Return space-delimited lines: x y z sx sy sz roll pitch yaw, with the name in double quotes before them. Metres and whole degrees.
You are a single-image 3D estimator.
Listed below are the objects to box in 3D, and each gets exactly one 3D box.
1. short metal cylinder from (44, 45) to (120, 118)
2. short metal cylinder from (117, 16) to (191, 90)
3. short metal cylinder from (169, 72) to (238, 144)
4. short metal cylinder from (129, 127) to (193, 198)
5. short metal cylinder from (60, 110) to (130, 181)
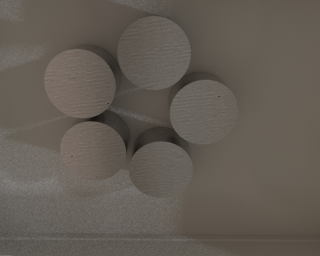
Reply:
"short metal cylinder" -0.090 -0.057 0.374 0.081 0.050 0.079 0 110 0
"short metal cylinder" -0.006 -0.089 0.363 0.081 0.050 0.079 0 110 0
"short metal cylinder" 0.052 -0.026 0.387 0.081 0.050 0.079 0 110 0
"short metal cylinder" 0.001 0.045 0.412 0.081 0.050 0.079 0 110 0
"short metal cylinder" -0.082 0.021 0.403 0.081 0.050 0.079 0 110 0
